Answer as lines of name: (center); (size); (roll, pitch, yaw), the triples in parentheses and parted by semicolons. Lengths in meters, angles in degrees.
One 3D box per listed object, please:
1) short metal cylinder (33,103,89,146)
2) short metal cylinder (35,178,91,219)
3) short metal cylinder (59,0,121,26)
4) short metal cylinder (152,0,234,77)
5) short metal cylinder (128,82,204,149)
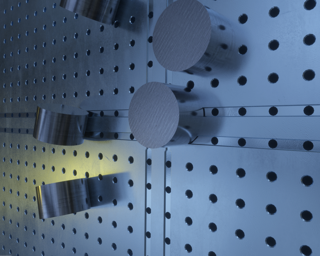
short metal cylinder: (-0.162, -0.007, 0.507); (0.080, 0.081, 0.050); (21, 103, 38)
short metal cylinder: (-0.156, 0.113, 0.503); (0.080, 0.081, 0.050); (-18, 79, 38)
short metal cylinder: (-0.101, -0.191, 0.457); (0.080, 0.081, 0.050); (34, 111, 35)
short metal cylinder: (0.038, -0.103, 0.362); (0.080, 0.050, 0.079); (0, 90, 40)
short metal cylinder: (0.007, -0.015, 0.388); (0.080, 0.050, 0.079); (0, 90, 40)
